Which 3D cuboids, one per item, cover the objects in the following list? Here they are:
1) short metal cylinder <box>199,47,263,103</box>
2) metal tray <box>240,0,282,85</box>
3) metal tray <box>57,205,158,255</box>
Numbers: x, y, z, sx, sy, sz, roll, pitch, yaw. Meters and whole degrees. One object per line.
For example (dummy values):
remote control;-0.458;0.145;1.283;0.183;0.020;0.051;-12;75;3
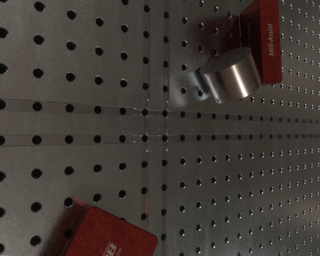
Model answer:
short metal cylinder;0.106;-0.080;0.465;0.080;0.080;0.050;-43;117;-32
metal tray;0.162;-0.135;0.505;0.030;0.090;0.129;-5;94;-3
metal tray;-0.069;0.160;0.332;0.090;0.030;0.130;32;69;-17
